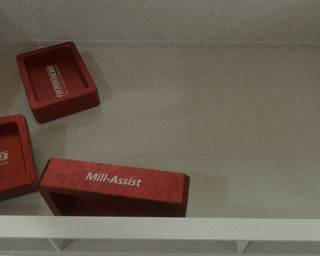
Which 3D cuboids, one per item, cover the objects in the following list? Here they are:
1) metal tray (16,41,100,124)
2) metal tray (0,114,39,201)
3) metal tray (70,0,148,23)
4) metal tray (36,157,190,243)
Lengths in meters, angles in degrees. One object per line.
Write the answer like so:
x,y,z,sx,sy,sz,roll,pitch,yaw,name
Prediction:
-0.154,-0.073,0.461,0.091,0.030,0.130,-20,53,-16,metal tray
-0.210,0.041,0.342,0.131,0.030,0.090,-13,65,-19,metal tray
-0.091,-0.224,0.554,0.131,0.090,0.030,-11,91,-9,metal tray
-0.040,0.073,0.301,0.131,0.090,0.030,6,51,5,metal tray
